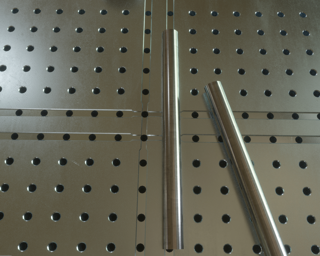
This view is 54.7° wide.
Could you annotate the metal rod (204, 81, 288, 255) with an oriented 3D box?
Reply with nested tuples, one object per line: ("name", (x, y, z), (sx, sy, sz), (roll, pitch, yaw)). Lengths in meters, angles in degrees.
("metal rod", (0.113, 0.076, 0.384), (0.025, 0.025, 0.299), (-14, 71, -5))

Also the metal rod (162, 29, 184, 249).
("metal rod", (0.015, 0.000, 0.411), (0.025, 0.025, 0.299), (0, 70, 0))
